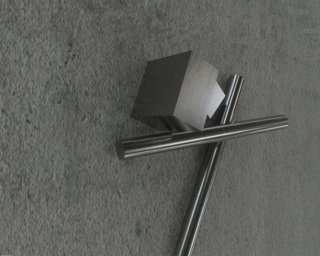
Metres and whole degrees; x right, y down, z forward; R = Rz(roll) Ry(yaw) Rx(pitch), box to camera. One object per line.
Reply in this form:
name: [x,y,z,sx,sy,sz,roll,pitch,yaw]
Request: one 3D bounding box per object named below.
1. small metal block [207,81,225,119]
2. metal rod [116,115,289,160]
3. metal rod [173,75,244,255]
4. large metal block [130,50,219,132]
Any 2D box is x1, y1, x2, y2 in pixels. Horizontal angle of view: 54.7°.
small metal block: [0.065,-0.049,0.462,0.050,0.025,0.050,52,60,-28]
metal rod: [0.080,0.008,0.447,0.303,0.025,0.025,-8,96,-32]
metal rod: [0.078,0.053,0.472,0.025,0.025,0.299,32,70,-36]
large metal block: [0.017,-0.042,0.385,0.050,0.080,0.080,27,73,-37]
